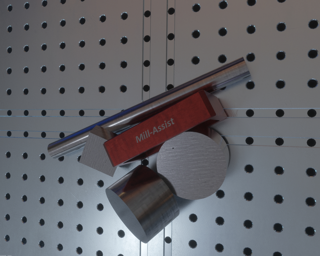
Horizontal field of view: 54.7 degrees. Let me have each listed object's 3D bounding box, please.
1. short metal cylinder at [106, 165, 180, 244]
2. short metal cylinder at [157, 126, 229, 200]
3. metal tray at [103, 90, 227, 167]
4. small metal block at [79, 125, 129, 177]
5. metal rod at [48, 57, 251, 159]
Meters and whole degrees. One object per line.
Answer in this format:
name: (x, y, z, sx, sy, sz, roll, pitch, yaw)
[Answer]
short metal cylinder: (-0.022, 0.092, 0.380, 0.050, 0.080, 0.080, -35, 75, -26)
short metal cylinder: (0.042, 0.040, 0.375, 0.080, 0.050, 0.079, 2, 99, 15)
metal tray: (0.009, 0.002, 0.371, 0.130, 0.090, 0.030, -28, 81, 18)
small metal block: (-0.075, 0.031, 0.422, 0.050, 0.025, 0.050, 24, 115, -1)
metal rod: (-0.027, -0.020, 0.418, 0.300, 0.025, 0.025, -22, 83, 18)
